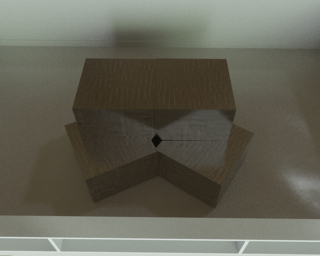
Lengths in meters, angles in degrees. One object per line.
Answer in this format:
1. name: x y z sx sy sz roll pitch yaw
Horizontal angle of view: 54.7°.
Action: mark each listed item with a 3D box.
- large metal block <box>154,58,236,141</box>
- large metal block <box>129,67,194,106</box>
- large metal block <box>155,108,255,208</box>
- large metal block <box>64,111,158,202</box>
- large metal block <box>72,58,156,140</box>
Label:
1. large metal block: 0.035 -0.033 0.348 0.080 0.050 0.080 1 50 0
2. large metal block: 0.003 -0.042 0.422 0.080 0.050 0.080 1 50 1
3. large metal block: 0.051 0.031 0.360 0.080 0.050 0.080 27 55 21
4. large metal block: -0.056 0.027 0.364 0.081 0.050 0.080 -21 53 -17
5. large metal block: -0.046 -0.033 0.349 0.080 0.050 0.080 1 50 0
